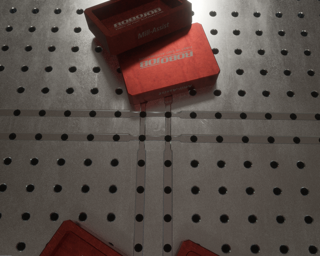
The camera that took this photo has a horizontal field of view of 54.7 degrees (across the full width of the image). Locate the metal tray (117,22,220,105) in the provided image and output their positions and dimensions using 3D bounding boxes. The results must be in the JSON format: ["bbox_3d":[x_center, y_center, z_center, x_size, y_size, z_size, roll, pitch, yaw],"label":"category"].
[{"bbox_3d":[0.009,-0.093,0.443,0.131,0.030,0.090,-15,71,-6],"label":"metal tray"}]

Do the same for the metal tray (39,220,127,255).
[{"bbox_3d":[-0.104,0.181,0.341,0.090,0.030,0.130,30,72,10],"label":"metal tray"}]

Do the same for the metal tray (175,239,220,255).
[{"bbox_3d":[0.066,0.193,0.339,0.130,0.030,0.090,26,72,8],"label":"metal tray"}]

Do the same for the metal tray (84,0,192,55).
[{"bbox_3d":[-0.031,-0.160,0.444,0.131,0.030,0.090,-27,51,-15],"label":"metal tray"}]
